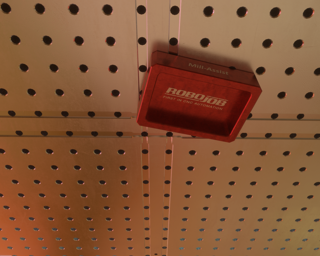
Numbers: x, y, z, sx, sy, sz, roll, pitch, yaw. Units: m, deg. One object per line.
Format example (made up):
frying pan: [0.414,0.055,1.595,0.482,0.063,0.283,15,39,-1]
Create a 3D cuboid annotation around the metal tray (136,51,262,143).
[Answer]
metal tray: [0.044,-0.034,0.379,0.131,0.030,0.089,11,129,-10]
